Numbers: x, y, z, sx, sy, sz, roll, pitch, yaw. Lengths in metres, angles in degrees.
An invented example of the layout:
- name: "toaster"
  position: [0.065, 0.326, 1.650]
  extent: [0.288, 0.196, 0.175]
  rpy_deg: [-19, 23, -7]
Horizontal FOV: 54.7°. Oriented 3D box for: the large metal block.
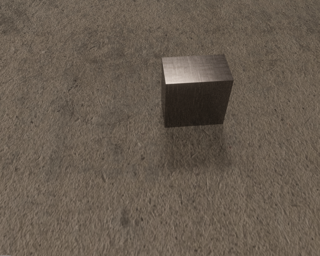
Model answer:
- name: "large metal block"
  position: [0.044, -0.047, 0.408]
  extent: [0.081, 0.080, 0.050]
  rpy_deg: [-4, 50, -4]
